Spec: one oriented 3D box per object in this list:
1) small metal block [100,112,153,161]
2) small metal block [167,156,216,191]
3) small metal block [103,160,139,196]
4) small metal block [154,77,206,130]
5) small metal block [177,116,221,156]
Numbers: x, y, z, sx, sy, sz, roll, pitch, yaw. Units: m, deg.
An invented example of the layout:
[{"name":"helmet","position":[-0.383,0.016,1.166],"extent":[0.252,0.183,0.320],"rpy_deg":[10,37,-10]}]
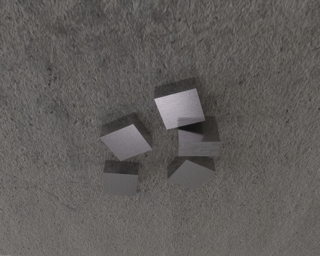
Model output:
[{"name":"small metal block","position":[-0.044,0.012,0.417],"extent":[0.050,0.025,0.050],"rpy_deg":[-22,127,17]},{"name":"small metal block","position":[0.046,0.061,0.460],"extent":[0.050,0.025,0.050],"rpy_deg":[24,126,-20]},{"name":"small metal block","position":[-0.059,0.077,0.472],"extent":[0.050,0.025,0.050],"rpy_deg":[5,130,-5]},{"name":"small metal block","position":[0.025,-0.030,0.382],"extent":[0.050,0.025,0.050],"rpy_deg":[-14,129,11]},{"name":"small metal block","position":[0.048,0.010,0.400],"extent":[0.050,0.050,0.025],"rpy_deg":[0,130,-1]}]
